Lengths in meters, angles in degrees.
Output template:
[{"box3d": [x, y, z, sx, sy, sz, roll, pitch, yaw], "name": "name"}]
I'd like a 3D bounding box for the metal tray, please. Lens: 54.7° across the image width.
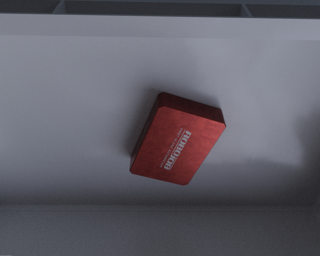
[{"box3d": [0.020, 0.020, 0.424, 0.091, 0.030, 0.129, 15, 128, -13], "name": "metal tray"}]
